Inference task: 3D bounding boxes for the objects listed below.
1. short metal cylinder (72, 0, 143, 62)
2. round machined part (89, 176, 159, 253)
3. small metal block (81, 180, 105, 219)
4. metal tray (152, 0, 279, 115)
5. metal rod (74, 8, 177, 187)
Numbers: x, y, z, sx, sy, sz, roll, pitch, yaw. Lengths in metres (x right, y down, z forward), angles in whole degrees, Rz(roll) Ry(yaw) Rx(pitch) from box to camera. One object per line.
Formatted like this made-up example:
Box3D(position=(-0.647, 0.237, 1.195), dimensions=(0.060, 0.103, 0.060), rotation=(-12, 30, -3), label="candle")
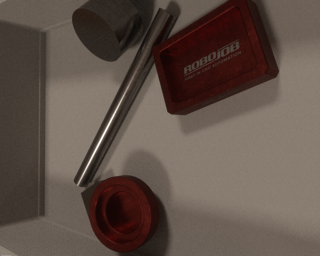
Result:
Box3D(position=(-0.070, -0.138, 0.419), dimensions=(0.080, 0.050, 0.080), rotation=(29, 151, 18), label="short metal cylinder")
Box3D(position=(-0.044, 0.113, 0.421), dimensions=(0.098, 0.042, 0.097), rotation=(-2, 86, 26), label="round machined part")
Box3D(position=(-0.092, 0.113, 0.480), dimensions=(0.050, 0.025, 0.050), rotation=(-36, 68, 34), label="small metal block")
Box3D(position=(0.056, -0.077, 0.355), dimensions=(0.130, 0.030, 0.090), rotation=(-22, 76, 37), label="metal tray")
Box3D(position=(-0.060, -0.030, 0.453), dimensions=(0.025, 0.025, 0.298), rotation=(45, 116, 30), label="metal rod")
